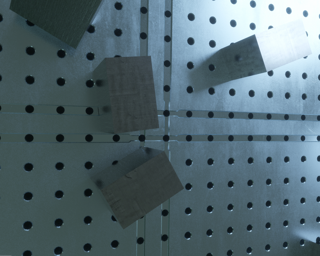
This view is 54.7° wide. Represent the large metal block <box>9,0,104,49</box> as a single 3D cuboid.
[{"bbox_3d":[-0.106,-0.147,0.337,0.080,0.080,0.050,30,52,-18],"label":"large metal block"}]

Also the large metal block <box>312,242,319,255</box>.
[{"bbox_3d":[0.300,0.238,0.513,0.081,0.050,0.080,8,87,-20],"label":"large metal block"}]

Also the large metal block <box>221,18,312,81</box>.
[{"bbox_3d":[0.148,-0.109,0.440,0.081,0.080,0.050,-23,98,-19],"label":"large metal block"}]

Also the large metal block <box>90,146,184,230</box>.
[{"bbox_3d":[-0.031,0.066,0.373,0.080,0.080,0.050,-30,101,-18],"label":"large metal block"}]

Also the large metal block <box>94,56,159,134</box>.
[{"bbox_3d":[-0.043,-0.037,0.368,0.050,0.080,0.079,-8,93,-20],"label":"large metal block"}]
